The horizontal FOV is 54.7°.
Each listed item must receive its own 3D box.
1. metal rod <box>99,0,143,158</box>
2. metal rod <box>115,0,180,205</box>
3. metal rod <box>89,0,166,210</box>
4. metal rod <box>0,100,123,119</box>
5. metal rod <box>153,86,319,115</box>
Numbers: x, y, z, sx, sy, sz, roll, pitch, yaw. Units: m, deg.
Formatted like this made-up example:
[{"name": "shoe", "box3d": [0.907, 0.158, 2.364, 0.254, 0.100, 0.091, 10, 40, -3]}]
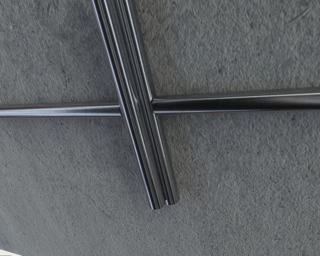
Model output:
[{"name": "metal rod", "box3d": [-0.036, -0.029, 0.409, 0.025, 0.025, 0.298, 1, 119, 27]}, {"name": "metal rod", "box3d": [-0.013, -0.023, 0.400, 0.025, 0.025, 0.298, 1, 119, 27]}, {"name": "metal rod", "box3d": [-0.035, -0.020, 0.387, 0.025, 0.025, 0.298, 1, 119, 27]}, {"name": "metal rod", "box3d": [-0.181, -0.027, 0.484, 0.301, 0.025, 0.025, 1, 119, 27]}, {"name": "metal rod", "box3d": [0.130, -0.029, 0.322, 0.300, 0.025, 0.025, 0, 118, 28]}]
